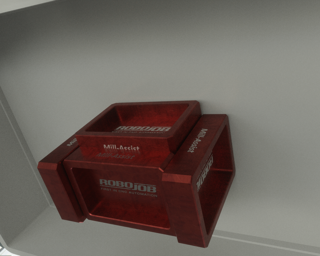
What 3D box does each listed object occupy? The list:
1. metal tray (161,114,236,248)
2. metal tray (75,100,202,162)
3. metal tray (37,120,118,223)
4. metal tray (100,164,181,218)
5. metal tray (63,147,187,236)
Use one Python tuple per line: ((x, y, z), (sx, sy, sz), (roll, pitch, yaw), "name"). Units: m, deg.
((0.050, 0.051, 0.343), (0.030, 0.131, 0.089), (1, 119, 28), "metal tray")
((-0.024, 0.000, 0.376), (0.130, 0.090, 0.030), (1, 119, 28), "metal tray")
((-0.093, 0.050, 0.419), (0.030, 0.131, 0.089), (1, 119, 28), "metal tray")
((-0.005, 0.079, 0.414), (0.130, 0.090, 0.030), (0, 118, 28), "metal tray")
((-0.039, 0.069, 0.350), (0.130, 0.030, 0.089), (1, 119, 27), "metal tray")
